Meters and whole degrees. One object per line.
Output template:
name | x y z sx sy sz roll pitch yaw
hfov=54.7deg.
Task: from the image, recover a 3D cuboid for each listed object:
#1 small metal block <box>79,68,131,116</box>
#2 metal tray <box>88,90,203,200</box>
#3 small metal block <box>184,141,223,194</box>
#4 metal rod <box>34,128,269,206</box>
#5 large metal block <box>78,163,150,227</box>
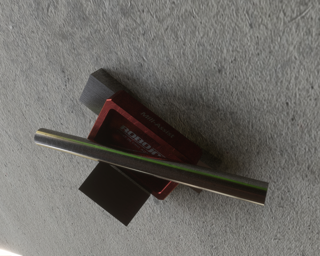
small metal block | -0.075 -0.044 0.419 0.050 0.025 0.050 38 129 2
metal tray | -0.023 0.024 0.397 0.130 0.030 0.089 37 129 2
small metal block | 0.047 0.053 0.415 0.050 0.025 0.050 33 129 6
metal rod | -0.027 0.040 0.375 0.301 0.025 0.025 12 123 21
large metal block | -0.059 0.087 0.445 0.080 0.080 0.050 37 87 3
